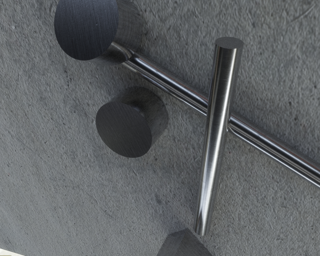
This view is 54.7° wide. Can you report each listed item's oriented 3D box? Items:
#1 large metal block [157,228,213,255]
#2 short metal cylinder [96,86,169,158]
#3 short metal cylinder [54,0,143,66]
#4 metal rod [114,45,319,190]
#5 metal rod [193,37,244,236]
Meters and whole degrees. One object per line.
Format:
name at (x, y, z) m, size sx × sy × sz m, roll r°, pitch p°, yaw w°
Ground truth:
large metal block at (0.038, 0.221, 0.488) m, size 0.080 × 0.080 × 0.050 m, roll 49°, pitch 129°, yaw -7°
short metal cylinder at (-0.036, -0.008, 0.405) m, size 0.080 × 0.050 × 0.079 m, roll 13°, pitch 124°, yaw 21°
short metal cylinder at (-0.066, -0.111, 0.338) m, size 0.080 × 0.050 × 0.079 m, roll 2°, pitch 95°, yaw 24°
metal rod at (0.070, -0.016, 0.359) m, size 0.301 × 0.025 × 0.025 m, roll 33°, pitch 129°, yaw 6°
metal rod at (0.062, 0.038, 0.372) m, size 0.025 × 0.025 × 0.298 m, roll 16°, pitch 133°, yaw 19°
